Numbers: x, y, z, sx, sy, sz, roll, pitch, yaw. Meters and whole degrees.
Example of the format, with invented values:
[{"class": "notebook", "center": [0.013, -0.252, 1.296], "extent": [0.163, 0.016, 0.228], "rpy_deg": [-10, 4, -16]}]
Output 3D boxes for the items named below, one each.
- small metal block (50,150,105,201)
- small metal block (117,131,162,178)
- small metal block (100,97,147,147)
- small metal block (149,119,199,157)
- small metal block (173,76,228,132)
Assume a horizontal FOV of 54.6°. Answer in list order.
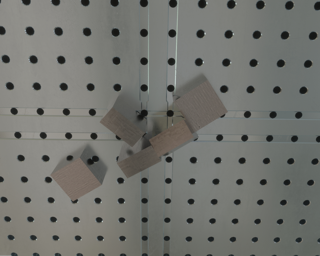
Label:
[{"class": "small metal block", "center": [-0.115, 0.067, 0.437], "extent": [0.050, 0.025, 0.050], "rpy_deg": [-31, 107, 10]}, {"class": "small metal block", "center": [-0.026, 0.034, 0.412], "extent": [0.050, 0.050, 0.025], "rpy_deg": [-28, 108, 10]}, {"class": "small metal block", "center": [-0.045, -0.009, 0.396], "extent": [0.050, 0.050, 0.025], "rpy_deg": [39, 106, -13]}, {"class": "small metal block", "center": [0.019, 0.014, 0.402], "extent": [0.050, 0.050, 0.025], "rpy_deg": [-31, 81, 11]}, {"class": "small metal block", "center": [0.052, -0.031, 0.402], "extent": [0.050, 0.025, 0.050], "rpy_deg": [-32, 107, 11]}]
